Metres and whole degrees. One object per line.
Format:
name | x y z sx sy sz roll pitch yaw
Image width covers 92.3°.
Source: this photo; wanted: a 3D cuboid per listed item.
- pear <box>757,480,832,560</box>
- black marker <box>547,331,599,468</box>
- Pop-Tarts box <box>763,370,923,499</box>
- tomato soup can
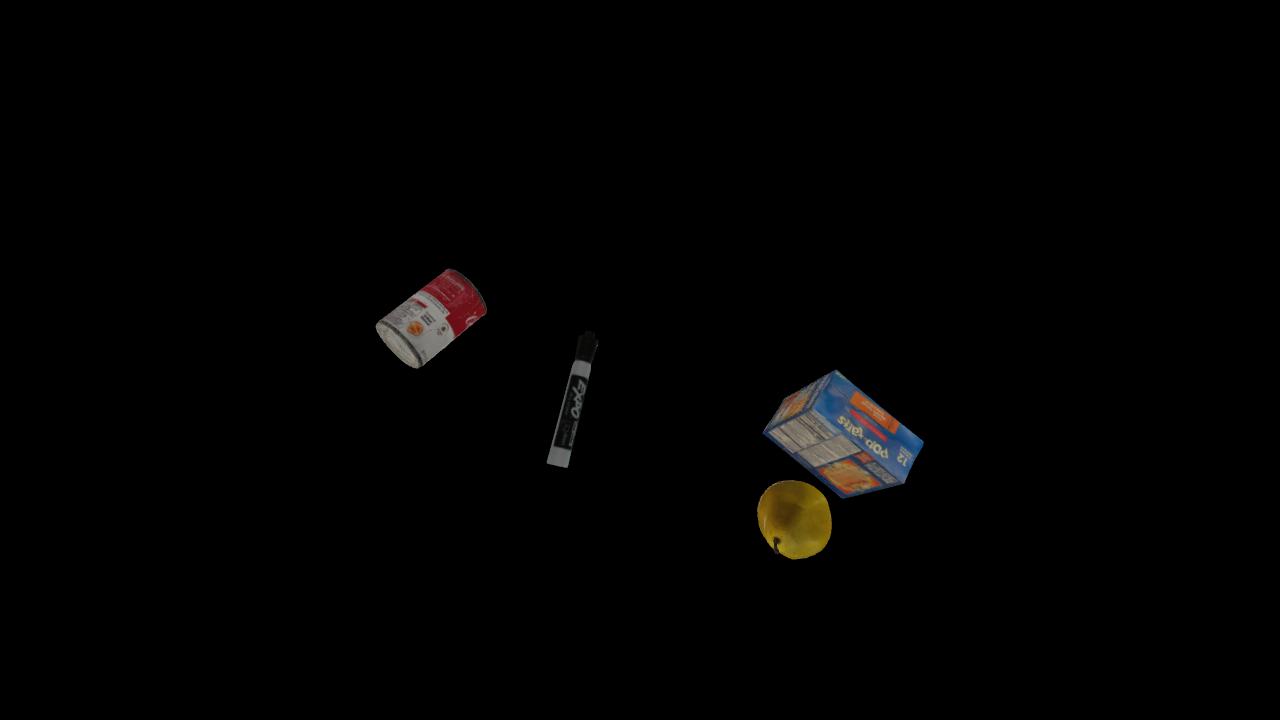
pear | 0.146 0.163 0.615 0.080 0.080 0.111 0 -3 34
black marker | -0.058 0.033 0.537 0.020 0.121 0.020 13 -11 2
Pop-Tarts box | 0.296 0.114 0.912 0.167 0.083 0.141 39 -28 -2
tomato soup can | -0.231 -0.046 0.685 0.068 0.068 0.101 0 39 51
